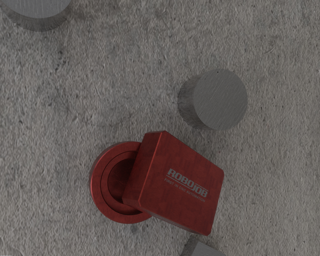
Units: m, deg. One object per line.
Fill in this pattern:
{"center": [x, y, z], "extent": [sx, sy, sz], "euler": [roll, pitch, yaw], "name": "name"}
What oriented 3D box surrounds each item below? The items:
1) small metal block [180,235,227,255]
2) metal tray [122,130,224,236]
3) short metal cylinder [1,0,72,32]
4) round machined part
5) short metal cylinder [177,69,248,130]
{"center": [0.056, 0.186, 0.430], "extent": [0.050, 0.025, 0.050], "euler": [32, 80, -17], "name": "small metal block"}
{"center": [0.023, 0.071, 0.383], "extent": [0.130, 0.030, 0.090], "euler": [35, 63, -36], "name": "metal tray"}
{"center": [-0.139, -0.154, 0.344], "extent": [0.081, 0.050, 0.080], "euler": [0, 90, -20], "name": "short metal cylinder"}
{"center": [-0.039, 0.065, 0.386], "extent": [0.099, 0.042, 0.097], "euler": [0, 90, -20], "name": "round machined part"}
{"center": [0.071, -0.037, 0.422], "extent": [0.081, 0.050, 0.080], "euler": [0, 90, -20], "name": "short metal cylinder"}
